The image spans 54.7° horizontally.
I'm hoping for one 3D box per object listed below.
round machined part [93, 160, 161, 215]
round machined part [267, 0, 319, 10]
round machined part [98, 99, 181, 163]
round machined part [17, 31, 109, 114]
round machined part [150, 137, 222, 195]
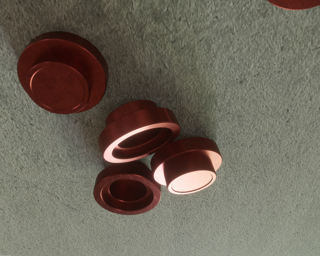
[{"bbox_3d":[-0.048,0.086,0.469,0.099,0.042,0.097,0,130,0],"label":"round machined part"},{"bbox_3d":[0.122,-0.157,0.264,0.099,0.042,0.097,0,130,0],"label":"round machined part"},{"bbox_3d":[-0.028,0.001,0.378,0.099,0.042,0.098,-20,157,-8],"label":"round machined part"},{"bbox_3d":[-0.110,-0.054,0.349,0.099,0.042,0.097,0,130,0],"label":"round machined part"},{"bbox_3d":[0.039,0.058,0.427,0.099,0.042,0.098,-10,144,-7],"label":"round machined part"}]
